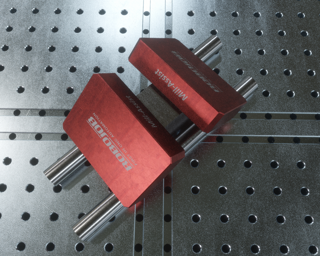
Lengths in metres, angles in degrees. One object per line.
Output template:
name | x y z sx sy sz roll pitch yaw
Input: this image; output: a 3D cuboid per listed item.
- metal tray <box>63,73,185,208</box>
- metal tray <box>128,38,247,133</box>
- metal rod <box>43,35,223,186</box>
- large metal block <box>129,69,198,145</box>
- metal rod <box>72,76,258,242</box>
metal tray | -0.045 0.012 0.349 0.130 0.030 0.090 48 120 15
metal tray | 0.035 -0.057 0.375 0.130 0.030 0.091 45 32 14
metal rod | -0.027 -0.032 0.423 0.301 0.025 0.025 -41 75 -14
large metal block | 0.001 -0.016 0.388 0.080 0.080 0.050 -40 75 -13
metal rod | 0.016 0.031 0.401 0.301 0.025 0.025 -40 75 -14
